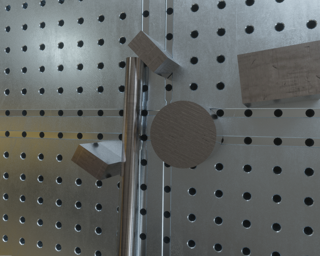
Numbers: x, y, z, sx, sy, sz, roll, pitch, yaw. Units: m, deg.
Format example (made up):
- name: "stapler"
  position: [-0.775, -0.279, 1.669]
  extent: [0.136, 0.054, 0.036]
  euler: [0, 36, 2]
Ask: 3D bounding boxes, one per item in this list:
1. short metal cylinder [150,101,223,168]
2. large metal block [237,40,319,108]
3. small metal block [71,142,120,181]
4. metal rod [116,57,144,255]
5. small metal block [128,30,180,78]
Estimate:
- name: "short metal cylinder"
  position: [0.034, 0.008, 0.387]
  extent: [0.080, 0.050, 0.079]
  euler: [0, 90, 19]
- name: "large metal block"
  position: [0.132, -0.054, 0.337]
  extent: [0.080, 0.080, 0.050]
  euler: [-6, 88, 19]
- name: "small metal block"
  position: [-0.084, 0.045, 0.428]
  extent: [0.050, 0.050, 0.025]
  euler: [32, 100, 17]
- name: "metal rod"
  position: [-0.042, 0.054, 0.426]
  extent: [0.025, 0.025, 0.298]
  euler: [3, 91, 19]
- name: "small metal block"
  position: [-0.007, -0.094, 0.401]
  extent: [0.025, 0.050, 0.050]
  euler: [-45, 76, 14]
